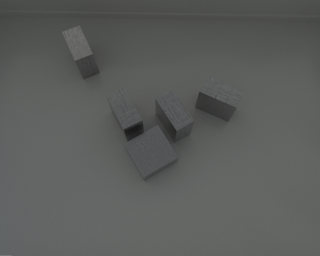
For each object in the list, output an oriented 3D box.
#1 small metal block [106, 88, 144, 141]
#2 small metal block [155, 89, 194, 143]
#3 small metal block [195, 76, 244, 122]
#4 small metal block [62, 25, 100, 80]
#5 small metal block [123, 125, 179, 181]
[{"bbox_3d":[-0.044,-0.016,0.402,0.025,0.050,0.050,-27,73,-9],"label":"small metal block"},{"bbox_3d":[0.018,-0.014,0.402,0.025,0.050,0.050,-29,73,-10],"label":"small metal block"},{"bbox_3d":[0.077,-0.037,0.411,0.050,0.050,0.025,25,72,8],"label":"small metal block"},{"bbox_3d":[-0.110,-0.105,0.433,0.025,0.050,0.050,-24,72,-9],"label":"small metal block"},{"bbox_3d":[-0.011,0.032,0.398,0.050,0.025,0.050,-29,73,-11],"label":"small metal block"}]
